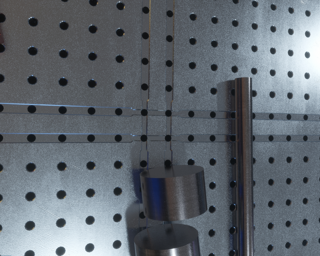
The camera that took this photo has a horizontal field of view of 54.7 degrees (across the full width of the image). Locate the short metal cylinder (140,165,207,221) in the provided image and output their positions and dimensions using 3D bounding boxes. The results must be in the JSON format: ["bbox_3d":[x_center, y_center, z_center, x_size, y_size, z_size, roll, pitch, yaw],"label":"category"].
[{"bbox_3d":[0.017,0.079,0.390,0.081,0.080,0.050,-6,93,-20],"label":"short metal cylinder"}]

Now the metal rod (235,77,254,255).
[{"bbox_3d":[0.125,0.076,0.458,0.025,0.025,0.298,-1,90,-20],"label":"metal rod"}]

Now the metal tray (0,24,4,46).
[{"bbox_3d":[-0.229,-0.149,0.325,0.091,0.030,0.129,-13,94,-20],"label":"metal tray"}]

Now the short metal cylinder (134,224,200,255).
[{"bbox_3d":[0.010,0.159,0.387,0.081,0.080,0.050,-7,93,-20],"label":"short metal cylinder"}]
